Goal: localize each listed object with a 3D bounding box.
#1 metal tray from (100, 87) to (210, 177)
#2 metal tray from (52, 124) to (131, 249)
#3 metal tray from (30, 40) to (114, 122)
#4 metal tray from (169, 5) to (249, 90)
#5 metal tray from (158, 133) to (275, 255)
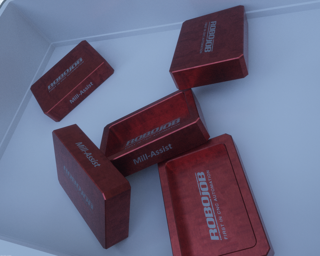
[{"bbox_3d":[-0.011,0.005,0.382,0.130,0.030,0.090,-25,30,12],"label":"metal tray"},{"bbox_3d":[-0.084,0.065,0.366,0.030,0.089,0.130,-20,42,-33],"label":"metal tray"},{"bbox_3d":[-0.152,-0.083,0.531,0.130,0.030,0.090,-42,51,-2],"label":"metal tray"},{"bbox_3d":[0.069,-0.109,0.412,0.090,0.030,0.130,-8,43,23],"label":"metal tray"},{"bbox_3d":[0.052,0.079,0.325,0.090,0.030,0.130,-21,54,15],"label":"metal tray"}]
